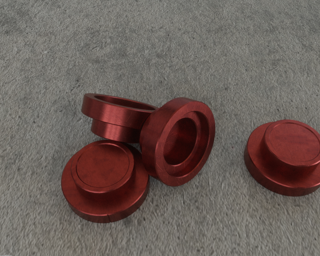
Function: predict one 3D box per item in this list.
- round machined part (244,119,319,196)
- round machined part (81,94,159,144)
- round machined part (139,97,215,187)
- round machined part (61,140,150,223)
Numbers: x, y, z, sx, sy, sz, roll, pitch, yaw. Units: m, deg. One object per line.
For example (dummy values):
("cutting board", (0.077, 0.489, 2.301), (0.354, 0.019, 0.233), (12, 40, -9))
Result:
("round machined part", (0.154, 0.028, 0.370), (0.099, 0.042, 0.098), (0, 50, 0))
("round machined part", (-0.047, -0.011, 0.379), (0.099, 0.042, 0.098), (13, 10, -2))
("round machined part", (0.016, 0.013, 0.349), (0.042, 0.098, 0.099), (22, 51, 41))
("round machined part", (-0.061, 0.052, 0.348), (0.099, 0.042, 0.098), (0, 50, 0))
